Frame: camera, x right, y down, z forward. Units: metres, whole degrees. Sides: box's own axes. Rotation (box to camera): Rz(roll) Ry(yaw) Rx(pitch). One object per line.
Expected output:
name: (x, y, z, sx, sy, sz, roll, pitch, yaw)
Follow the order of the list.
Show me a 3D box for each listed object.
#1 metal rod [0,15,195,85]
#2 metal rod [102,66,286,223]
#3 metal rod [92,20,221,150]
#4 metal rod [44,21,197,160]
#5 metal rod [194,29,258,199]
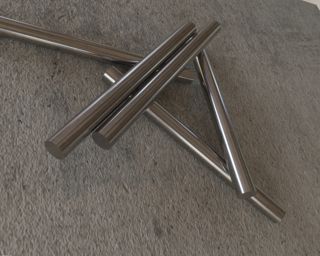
metal rod: (-0.089, -0.104, 0.419, 0.302, 0.025, 0.025, 10, 57, -23)
metal rod: (0.046, 0.023, 0.416, 0.300, 0.025, 0.025, 40, 51, -2)
metal rod: (0.013, -0.077, 0.424, 0.025, 0.025, 0.301, 41, 52, -1)
metal rod: (-0.028, -0.068, 0.397, 0.025, 0.025, 0.301, 41, 51, -1)
metal rod: (0.080, -0.042, 0.454, 0.025, 0.025, 0.299, 6, 53, -25)
